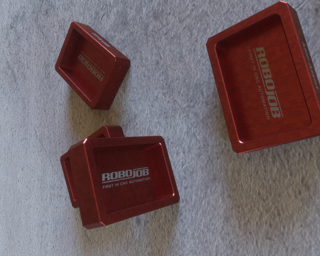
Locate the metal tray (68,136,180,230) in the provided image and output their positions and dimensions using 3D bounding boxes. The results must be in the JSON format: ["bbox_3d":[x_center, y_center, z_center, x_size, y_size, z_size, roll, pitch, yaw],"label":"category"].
[{"bbox_3d":[-0.037,0.057,0.365,0.030,0.131,0.090,-24,75,37],"label":"metal tray"}]

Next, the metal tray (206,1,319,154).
[{"bbox_3d":[0.105,-0.046,0.313,0.090,0.030,0.129,-20,78,38],"label":"metal tray"}]

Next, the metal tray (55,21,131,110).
[{"bbox_3d":[-0.111,-0.099,0.490,0.130,0.030,0.089,43,116,31],"label":"metal tray"}]

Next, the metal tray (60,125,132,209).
[{"bbox_3d":[-0.099,0.062,0.480,0.130,0.030,0.090,-31,71,35],"label":"metal tray"}]
